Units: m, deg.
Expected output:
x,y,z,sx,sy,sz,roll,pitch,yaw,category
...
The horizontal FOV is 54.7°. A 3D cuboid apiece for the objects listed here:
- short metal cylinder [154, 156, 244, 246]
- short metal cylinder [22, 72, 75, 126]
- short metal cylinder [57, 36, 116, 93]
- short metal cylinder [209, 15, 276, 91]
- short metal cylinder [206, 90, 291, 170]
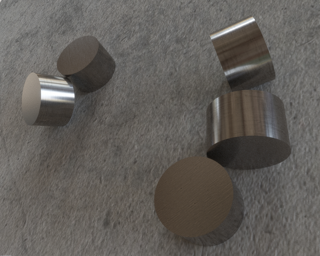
x,y,z,sx,sy,sz,roll,pitch,yaw,category
0.041,0.076,0.319,0.080,0.050,0.080,-13,56,20,short metal cylinder
-0.175,-0.043,0.481,0.080,0.050,0.080,-3,86,48,short metal cylinder
-0.122,-0.106,0.514,0.080,0.050,0.080,-13,56,20,short metal cylinder
0.098,-0.085,0.369,0.050,0.080,0.080,-22,54,15,short metal cylinder
0.088,0.005,0.319,0.080,0.080,0.050,-9,58,23,short metal cylinder
